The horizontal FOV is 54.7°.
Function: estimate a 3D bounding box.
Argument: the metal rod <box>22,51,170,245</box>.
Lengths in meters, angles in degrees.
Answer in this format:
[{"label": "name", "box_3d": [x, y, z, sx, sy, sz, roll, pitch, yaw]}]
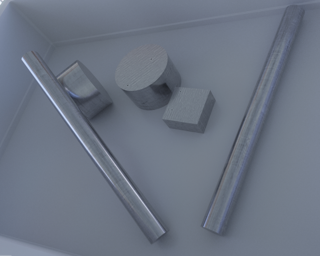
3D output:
[{"label": "metal rod", "box_3d": [-0.090, 0.010, 0.384, 0.025, 0.025, 0.300, -40, 71, 1]}]

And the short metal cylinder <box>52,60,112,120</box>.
[{"label": "short metal cylinder", "box_3d": [-0.117, -0.054, 0.463, 0.050, 0.080, 0.080, -38, 51, 3]}]

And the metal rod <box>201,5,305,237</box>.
[{"label": "metal rod", "box_3d": [0.115, -0.024, 0.359, 0.025, 0.025, 0.300, 14, 68, 33]}]

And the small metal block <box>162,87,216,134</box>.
[{"label": "small metal block", "box_3d": [0.038, -0.024, 0.400, 0.050, 0.025, 0.050, 10, 66, 32]}]

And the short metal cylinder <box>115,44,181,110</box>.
[{"label": "short metal cylinder", "box_3d": [-0.016, -0.072, 0.441, 0.080, 0.050, 0.080, -13, 56, 20]}]
